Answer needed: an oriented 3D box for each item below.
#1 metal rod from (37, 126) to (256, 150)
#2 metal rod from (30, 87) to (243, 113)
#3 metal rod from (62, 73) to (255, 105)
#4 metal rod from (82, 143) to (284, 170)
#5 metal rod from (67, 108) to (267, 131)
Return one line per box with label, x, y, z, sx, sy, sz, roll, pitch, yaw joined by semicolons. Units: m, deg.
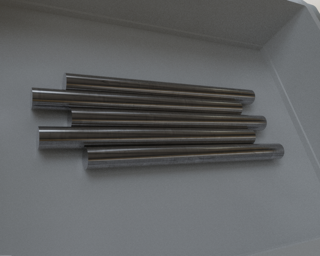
metal rod;0.004;0.012;0.400;0.303;0.025;0.025;1;62;-28
metal rod;-0.011;-0.032;0.419;0.303;0.025;0.025;1;62;-28
metal rod;0.017;-0.053;0.447;0.303;0.025;0.025;1;62;-28
metal rod;0.051;0.035;0.412;0.303;0.025;0.025;1;62;-28
metal rod;0.029;-0.009;0.427;0.303;0.025;0.025;1;62;-28
